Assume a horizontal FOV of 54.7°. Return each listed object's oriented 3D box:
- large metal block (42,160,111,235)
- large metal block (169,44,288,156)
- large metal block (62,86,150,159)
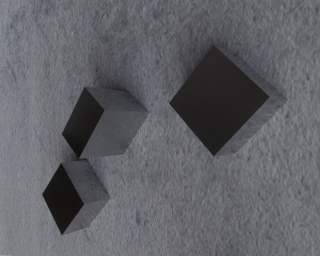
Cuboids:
[{"bbox_3d":[-0.136,0.110,0.498,0.080,0.050,0.080,52,120,27],"label":"large metal block"},{"bbox_3d":[0.070,-0.028,0.330,0.080,0.050,0.080,52,120,27],"label":"large metal block"},{"bbox_3d":[-0.075,-0.007,0.429,0.050,0.081,0.080,47,118,29],"label":"large metal block"}]
